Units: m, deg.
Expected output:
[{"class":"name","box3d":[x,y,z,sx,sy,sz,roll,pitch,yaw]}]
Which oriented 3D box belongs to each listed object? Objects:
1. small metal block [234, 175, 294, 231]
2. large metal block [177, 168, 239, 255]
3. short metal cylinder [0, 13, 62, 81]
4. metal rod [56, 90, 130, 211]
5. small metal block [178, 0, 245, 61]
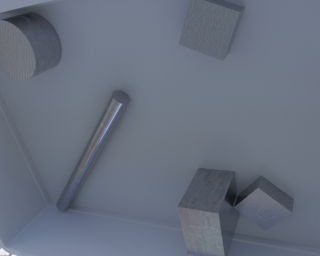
[{"class":"small metal block","box3d":[0.133,0.097,0.398,0.050,0.025,0.050,37,129,3]},{"class":"large metal block","box3d":[0.067,0.110,0.405,0.050,0.080,0.079,2,120,27]},{"class":"short metal cylinder","box3d":[-0.182,-0.110,0.418,0.080,0.050,0.079,13,124,20]},{"class":"metal rod","box3d":[-0.119,0.054,0.502,0.025,0.025,0.298,38,129,2]},{"class":"small metal block","box3d":[0.052,-0.104,0.316,0.050,0.025,0.050,24,127,13]}]
